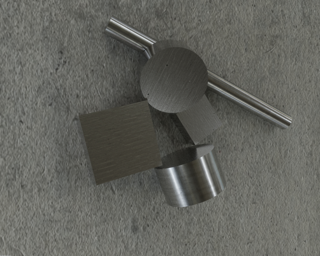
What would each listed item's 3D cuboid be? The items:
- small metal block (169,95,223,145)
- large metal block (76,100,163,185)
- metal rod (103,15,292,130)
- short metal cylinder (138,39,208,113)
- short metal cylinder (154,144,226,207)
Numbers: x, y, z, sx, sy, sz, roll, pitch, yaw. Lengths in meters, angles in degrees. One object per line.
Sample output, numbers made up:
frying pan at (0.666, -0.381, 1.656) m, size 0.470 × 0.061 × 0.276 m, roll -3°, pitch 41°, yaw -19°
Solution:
small metal block at (0.050, -0.012, 0.427) m, size 0.050 × 0.025 × 0.050 m, roll -36°, pitch 102°, yaw -17°
large metal block at (-0.051, 0.015, 0.377) m, size 0.081 × 0.050 × 0.080 m, roll -15°, pitch 95°, yaw -20°
metal rod at (0.065, -0.069, 0.432) m, size 0.302 × 0.025 × 0.025 m, roll 25°, pitch 82°, yaw -19°
short metal cylinder at (0.014, -0.065, 0.384) m, size 0.081 × 0.050 × 0.079 m, roll -3°, pitch 116°, yaw -7°
short metal cylinder at (0.038, 0.058, 0.394) m, size 0.081 × 0.080 × 0.050 m, roll -22°, pitch 98°, yaw -19°
